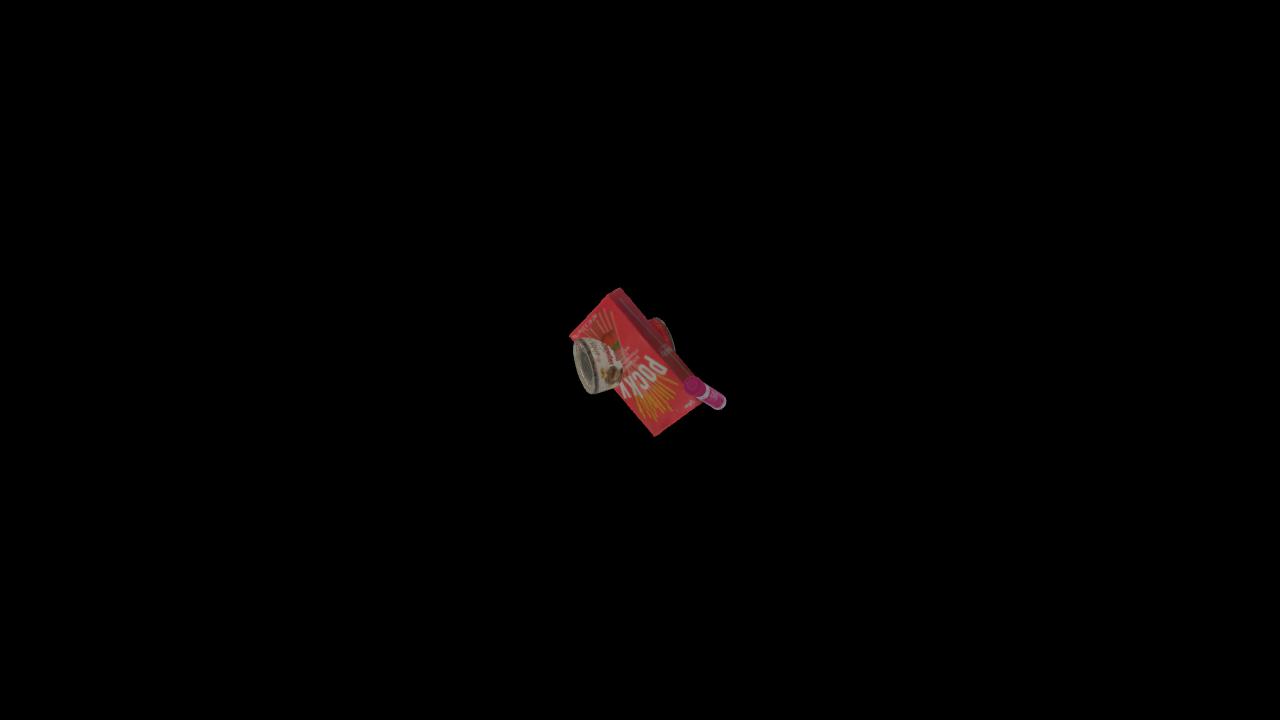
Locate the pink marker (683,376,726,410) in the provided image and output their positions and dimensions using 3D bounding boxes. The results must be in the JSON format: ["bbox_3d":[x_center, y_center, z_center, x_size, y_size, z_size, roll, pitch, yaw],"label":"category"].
[{"bbox_3d":[0.068,0.035,0.629,0.020,0.020,0.121,0,-11,19],"label":"pink marker"}]

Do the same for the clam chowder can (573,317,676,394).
[{"bbox_3d":[-0.019,-0.005,0.711,0.102,0.068,0.068,-16,6,-20],"label":"clam chowder can"}]

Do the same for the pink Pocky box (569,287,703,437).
[{"bbox_3d":[-0.003,0.004,0.682,0.084,0.155,0.029,-41,-2,39],"label":"pink Pocky box"}]
